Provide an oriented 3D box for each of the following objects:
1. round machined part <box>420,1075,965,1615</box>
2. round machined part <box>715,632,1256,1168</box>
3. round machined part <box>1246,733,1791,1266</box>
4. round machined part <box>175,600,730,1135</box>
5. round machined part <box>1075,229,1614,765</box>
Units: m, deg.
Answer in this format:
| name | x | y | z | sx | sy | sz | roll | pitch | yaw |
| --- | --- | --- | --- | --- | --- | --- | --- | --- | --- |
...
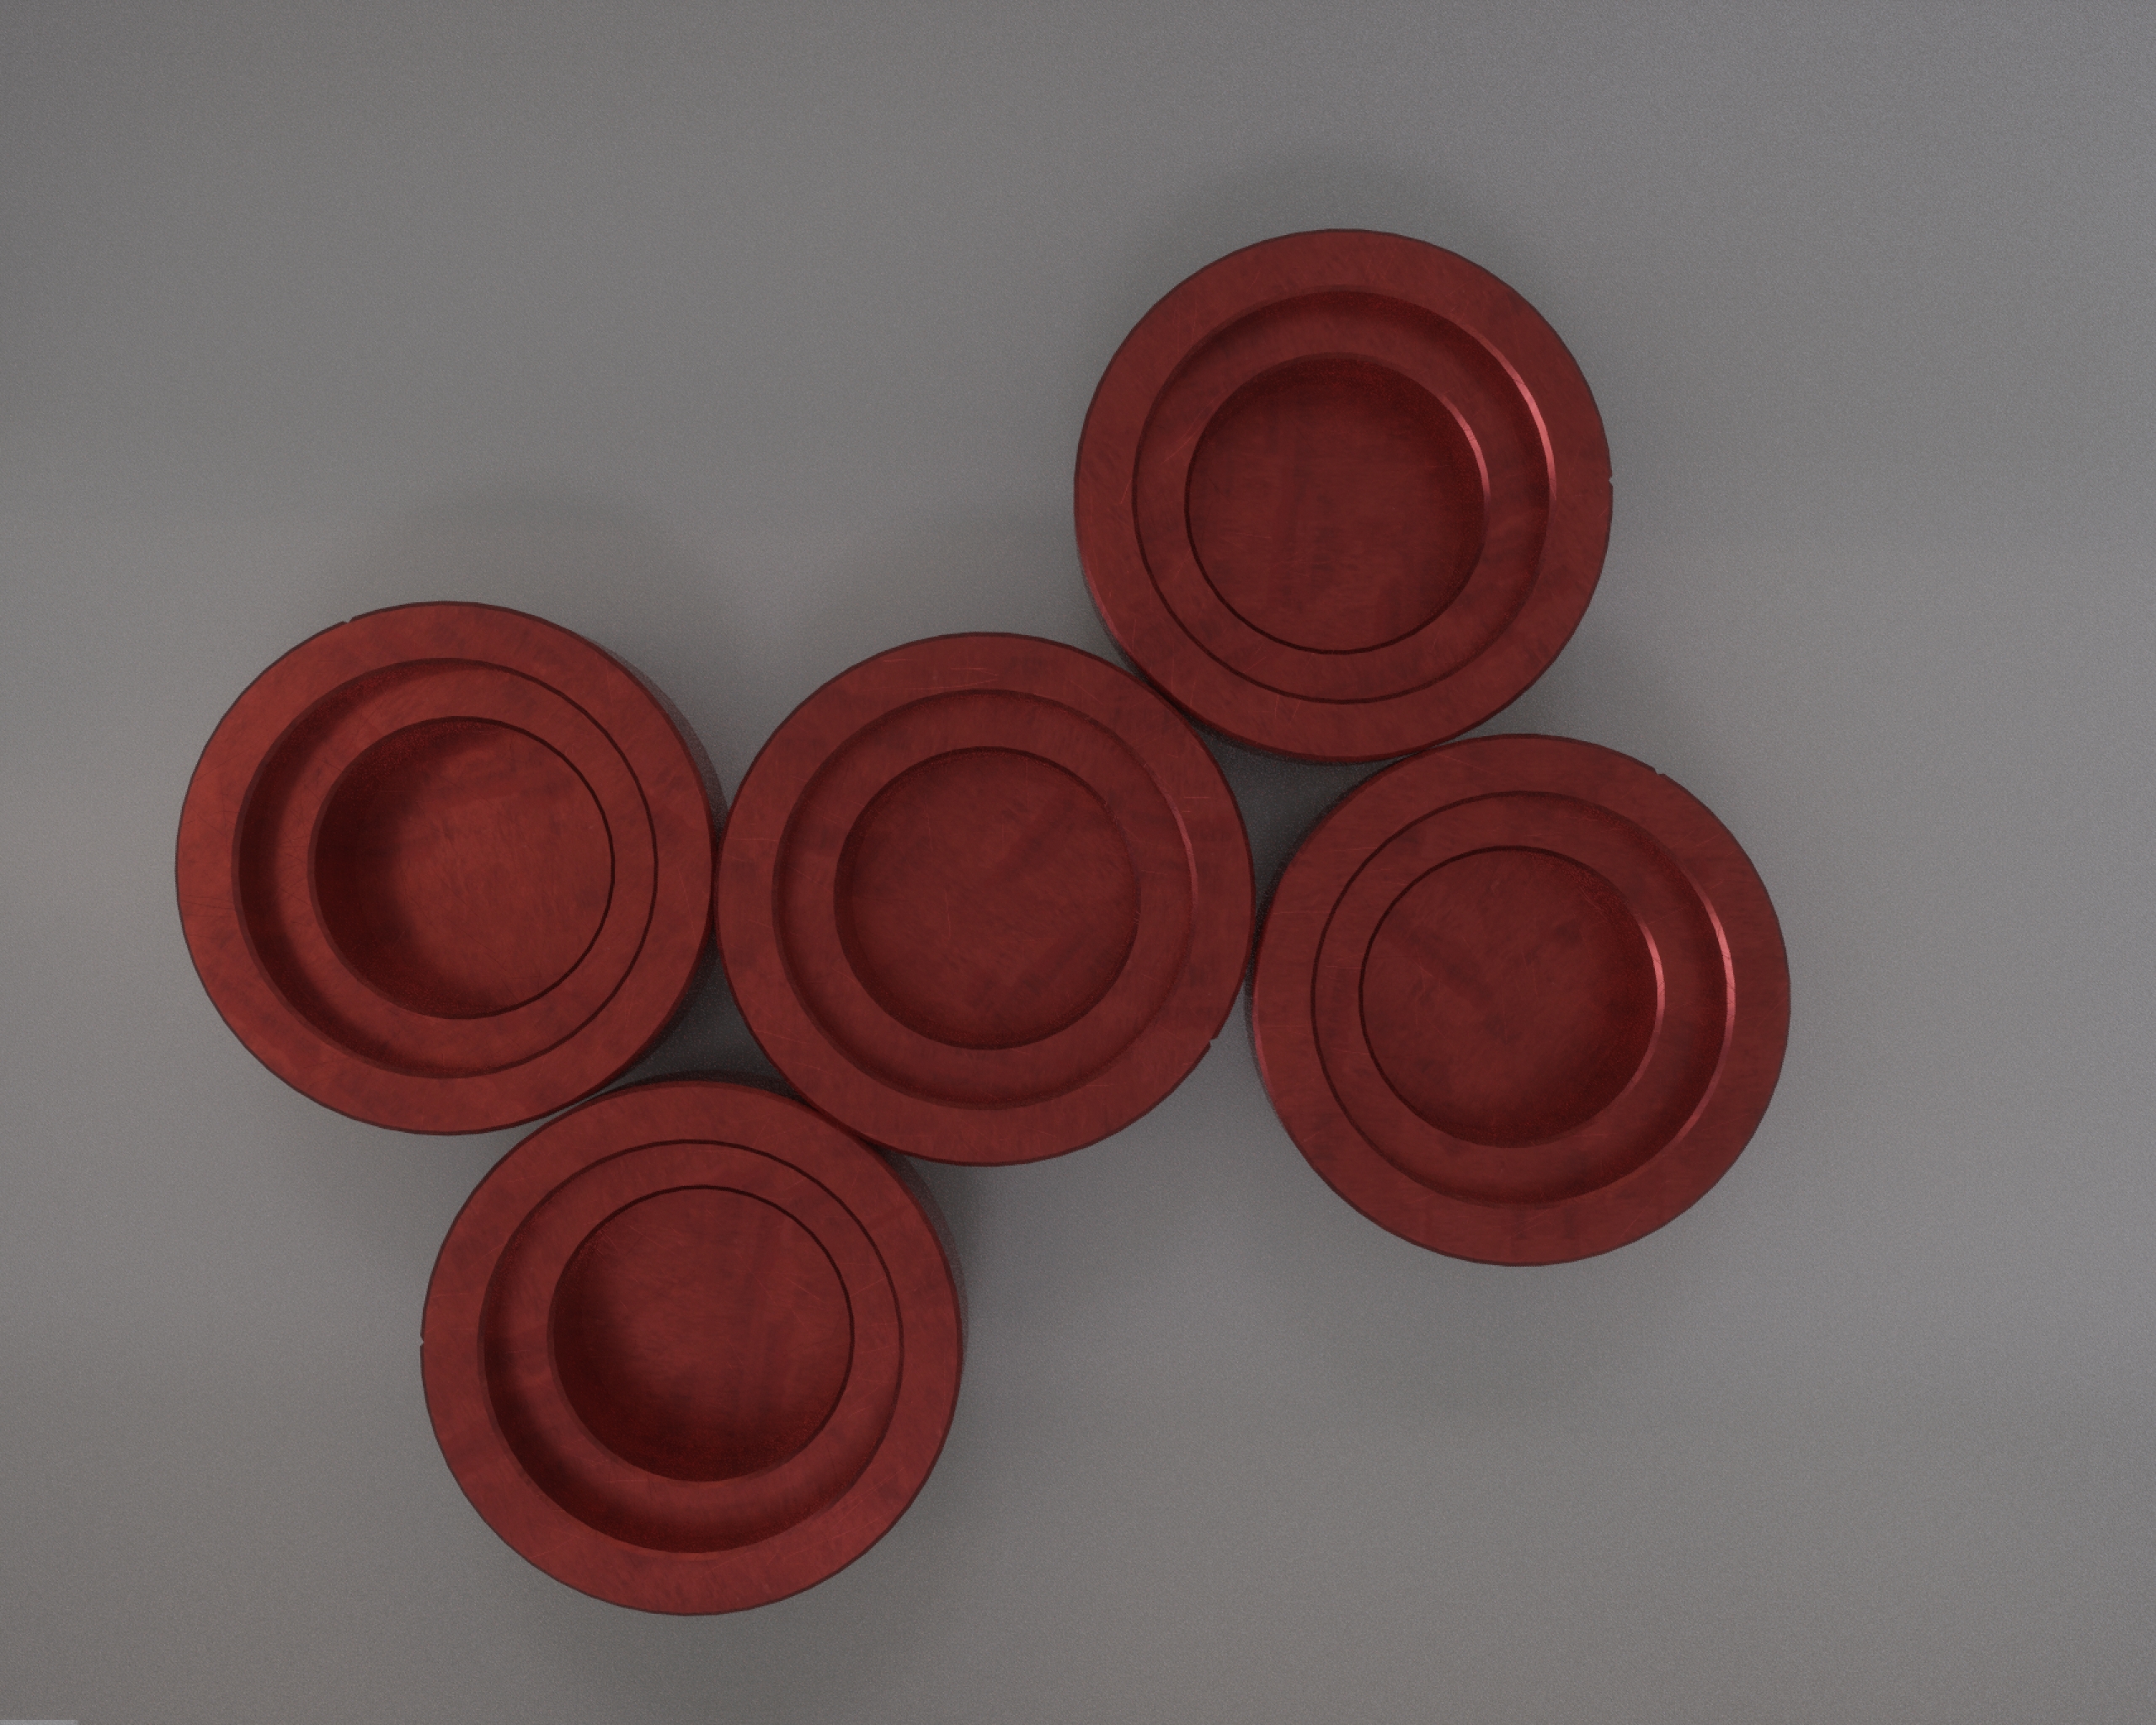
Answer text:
| name | x | y | z | sx | sy | sz | roll | pitch | yaw |
| --- | --- | --- | --- | --- | --- | --- | --- | --- | --- |
| round machined part | -0.070 | 0.088 | 0.399 | 0.099 | 0.042 | 0.097 | 0 | 90 | 0 |
| round machined part | -0.017 | 0.007 | 0.399 | 0.099 | 0.042 | 0.097 | 0 | 90 | 0 |
| round machined part | 0.081 | 0.025 | 0.401 | 0.099 | 0.042 | 0.097 | 0 | 90 | 0 |
| round machined part | -0.115 | 0.001 | 0.400 | 0.099 | 0.042 | 0.097 | 0 | 90 | 0 |
| round machined part | 0.049 | -0.067 | 0.401 | 0.099 | 0.042 | 0.097 | 0 | 90 | 0 |
